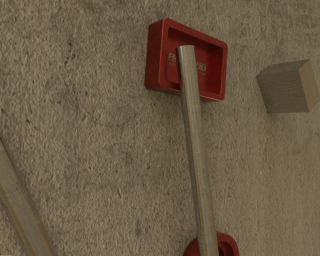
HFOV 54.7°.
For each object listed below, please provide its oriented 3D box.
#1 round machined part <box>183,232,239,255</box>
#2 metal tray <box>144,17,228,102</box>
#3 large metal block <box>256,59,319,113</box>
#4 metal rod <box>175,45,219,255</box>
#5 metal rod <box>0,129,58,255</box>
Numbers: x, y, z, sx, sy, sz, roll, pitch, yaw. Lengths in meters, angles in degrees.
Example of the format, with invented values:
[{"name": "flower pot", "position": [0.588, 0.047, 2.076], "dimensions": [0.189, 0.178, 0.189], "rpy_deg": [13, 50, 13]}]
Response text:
[{"name": "round machined part", "position": [0.070, 0.200, 0.456], "dimensions": [0.099, 0.042, 0.097], "rpy_deg": [0, 90, -40]}, {"name": "metal tray", "position": [0.041, -0.090, 0.438], "dimensions": [0.131, 0.030, 0.089], "rpy_deg": [7, 86, -40]}, {"name": "large metal block", "position": [0.235, -0.075, 0.570], "dimensions": [0.050, 0.080, 0.080], "rpy_deg": [-37, 113, -34]}, {"name": "metal rod", "position": [0.050, 0.045, 0.402], "dimensions": [0.025, 0.025, 0.298], "rpy_deg": [-9, 93, -40]}, {"name": "metal rod", "position": [-0.131, 0.080, 0.295], "dimensions": [0.025, 0.025, 0.298], "rpy_deg": [-29, 108, -37]}]
